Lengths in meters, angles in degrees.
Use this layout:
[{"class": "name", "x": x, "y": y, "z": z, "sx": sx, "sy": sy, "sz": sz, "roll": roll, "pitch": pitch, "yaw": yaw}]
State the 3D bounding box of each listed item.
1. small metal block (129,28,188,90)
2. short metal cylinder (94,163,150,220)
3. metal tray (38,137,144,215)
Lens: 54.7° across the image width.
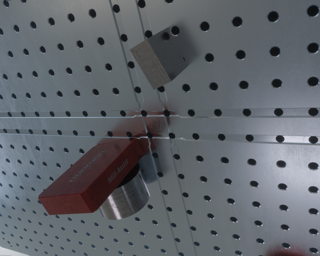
[{"class": "small metal block", "x": 0.000, "y": -0.078, "z": 0.347, "sx": 0.025, "sy": 0.050, "sz": 0.050, "roll": -21, "pitch": 107, "yaw": 36}, {"class": "short metal cylinder", "x": -0.061, "y": 0.090, "z": 0.464, "sx": 0.080, "sy": 0.080, "sz": 0.050, "roll": -4, "pitch": 117, "yaw": 30}, {"class": "metal tray", "x": -0.091, "y": 0.064, "z": 0.431, "sx": 0.090, "sy": 0.131, "sz": 0.030, "roll": -13, "pitch": 112, "yaw": 33}]
